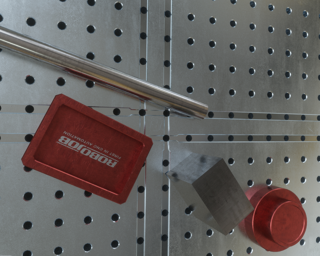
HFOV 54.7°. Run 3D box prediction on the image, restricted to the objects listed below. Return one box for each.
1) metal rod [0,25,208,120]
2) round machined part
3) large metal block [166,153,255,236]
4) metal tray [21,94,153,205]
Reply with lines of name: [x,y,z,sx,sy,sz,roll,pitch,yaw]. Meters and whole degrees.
metal rod: [-0.074,-0.067,0.385,0.302,0.025,0.025,18,84,-20]
round machined part: [0.183,0.141,0.474,0.099,0.042,0.097,0,90,-21]
large metal block: [0.063,0.082,0.408,0.050,0.080,0.080,-37,102,-16]
metal tray: [-0.085,0.027,0.379,0.131,0.030,0.090,28,81,-18]
